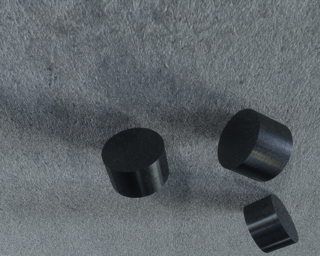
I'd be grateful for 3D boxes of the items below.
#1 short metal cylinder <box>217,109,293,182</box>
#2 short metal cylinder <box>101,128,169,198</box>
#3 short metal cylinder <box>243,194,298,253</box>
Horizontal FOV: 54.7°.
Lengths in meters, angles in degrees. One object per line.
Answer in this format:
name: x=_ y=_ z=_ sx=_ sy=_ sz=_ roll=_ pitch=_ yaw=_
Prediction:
short metal cylinder: x=0.117 y=0.022 z=0.391 sx=0.050 sy=0.080 sz=0.080 roll=23 pitch=126 yaw=-18
short metal cylinder: x=-0.031 y=0.044 z=0.408 sx=0.080 sy=0.080 sz=0.050 roll=-6 pitch=130 yaw=5
short metal cylinder: x=0.180 y=0.155 z=0.504 sx=0.050 sy=0.080 sz=0.080 roll=-33 pitch=123 yaw=25
